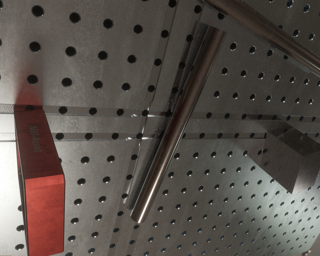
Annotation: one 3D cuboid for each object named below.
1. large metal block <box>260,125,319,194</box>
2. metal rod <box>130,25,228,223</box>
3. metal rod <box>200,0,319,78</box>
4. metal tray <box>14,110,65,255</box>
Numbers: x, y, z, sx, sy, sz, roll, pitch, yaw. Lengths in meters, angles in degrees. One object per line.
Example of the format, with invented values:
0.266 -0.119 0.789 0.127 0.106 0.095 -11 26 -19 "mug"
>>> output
0.225 0.052 0.534 0.050 0.080 0.079 -14 125 -21 "large metal block"
0.018 0.009 0.428 0.025 0.025 0.298 8 114 -33 "metal rod"
0.151 -0.126 0.417 0.302 0.025 0.025 16 110 -35 "metal rod"
-0.122 0.048 0.307 0.030 0.130 0.089 -5 121 -27 "metal tray"
